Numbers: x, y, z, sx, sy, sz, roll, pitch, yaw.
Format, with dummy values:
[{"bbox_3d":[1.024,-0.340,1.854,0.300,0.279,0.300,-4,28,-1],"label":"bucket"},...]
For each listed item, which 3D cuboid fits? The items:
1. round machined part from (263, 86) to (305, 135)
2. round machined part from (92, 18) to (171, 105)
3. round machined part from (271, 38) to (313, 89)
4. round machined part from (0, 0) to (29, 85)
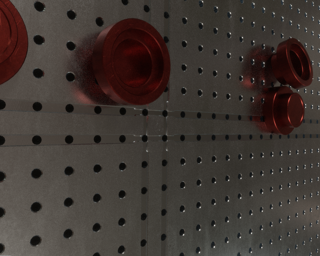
[{"bbox_3d":[0.249,-0.034,0.611,0.099,0.042,0.097,0,90,-40],"label":"round machined part"},{"bbox_3d":[-0.037,-0.075,0.367,0.099,0.042,0.097,-2,93,-42],"label":"round machined part"},{"bbox_3d":[0.255,-0.122,0.606,0.099,0.042,0.098,13,69,-37],"label":"round machined part"},{"bbox_3d":[-0.162,-0.081,0.262,0.099,0.042,0.097,0,90,-40],"label":"round machined part"}]
